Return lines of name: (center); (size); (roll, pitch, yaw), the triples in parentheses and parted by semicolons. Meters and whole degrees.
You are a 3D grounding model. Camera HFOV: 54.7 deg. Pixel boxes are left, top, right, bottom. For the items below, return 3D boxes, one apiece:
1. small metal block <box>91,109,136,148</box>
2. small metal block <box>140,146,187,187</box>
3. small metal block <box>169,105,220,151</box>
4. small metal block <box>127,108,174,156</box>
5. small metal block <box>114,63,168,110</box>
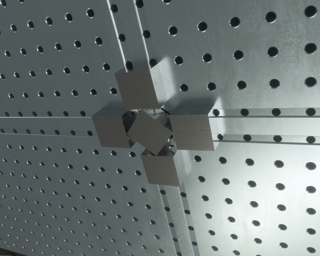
small metal block: (-0.063, 0.000, 0.443); (0.050, 0.025, 0.050); (1, 119, 27)
small metal block: (0.006, 0.054, 0.440); (0.050, 0.025, 0.050); (0, 119, 27)
small metal block: (0.044, 0.000, 0.387); (0.050, 0.025, 0.050); (0, 119, 28)
small metal block: (-0.009, 0.001, 0.415); (0.050, 0.025, 0.050); (36, 129, 3)
small metal block: (-0.023, -0.051, 0.390); (0.050, 0.025, 0.050); (-1, 118, 28)
